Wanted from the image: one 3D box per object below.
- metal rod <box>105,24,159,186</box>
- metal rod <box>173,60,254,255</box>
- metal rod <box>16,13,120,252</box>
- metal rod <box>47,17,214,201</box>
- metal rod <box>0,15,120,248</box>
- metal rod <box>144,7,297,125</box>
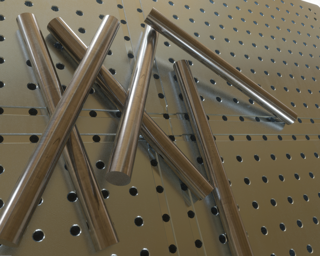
[{"bbox_3d":[-0.026,-0.059,0.401,0.025,0.025,0.300,22,45,-15],"label":"metal rod"},{"bbox_3d":[0.067,0.033,0.423,0.025,0.025,0.299,-1,62,-28],"label":"metal rod"},{"bbox_3d":[-0.112,-0.011,0.354,0.025,0.025,0.299,-13,68,-33],"label":"metal rod"},{"bbox_3d":[-0.041,-0.028,0.402,0.300,0.025,0.025,48,51,5],"label":"metal rod"},{"bbox_3d":[-0.097,-0.026,0.338,0.025,0.025,0.300,24,53,-14],"label":"metal rod"},{"bbox_3d":[0.106,-0.092,0.500,0.301,0.025,0.025,32,51,-16],"label":"metal rod"}]
